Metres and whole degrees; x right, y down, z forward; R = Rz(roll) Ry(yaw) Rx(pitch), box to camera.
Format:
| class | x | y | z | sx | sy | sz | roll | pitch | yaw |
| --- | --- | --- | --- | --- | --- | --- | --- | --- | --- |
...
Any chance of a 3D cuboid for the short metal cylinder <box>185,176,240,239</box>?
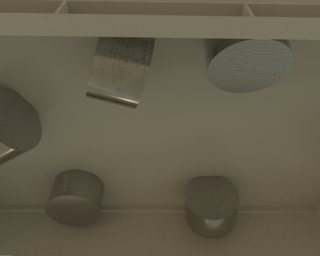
| class | x | y | z | sx | sy | sz | roll | pitch | yaw |
| --- | --- | --- | --- | --- | --- | --- | --- | --- | --- |
| short metal cylinder | 0.079 | 0.121 | 0.476 | 0.080 | 0.080 | 0.050 | -3 | 130 | 2 |

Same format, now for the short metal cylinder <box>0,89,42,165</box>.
| class | x | y | z | sx | sy | sz | roll | pitch | yaw |
| --- | --- | --- | --- | --- | --- | --- | --- | --- | --- |
| short metal cylinder | -0.192 | 0.000 | 0.371 | 0.050 | 0.080 | 0.080 | -26 | 126 | 20 |

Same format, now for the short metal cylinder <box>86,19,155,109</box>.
| class | x | y | z | sx | sy | sz | roll | pitch | yaw |
| --- | --- | --- | --- | --- | --- | --- | --- | --- | --- |
| short metal cylinder | -0.041 | -0.064 | 0.318 | 0.050 | 0.080 | 0.079 | 14 | 129 | -12 |

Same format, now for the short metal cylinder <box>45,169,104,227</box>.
| class | x | y | z | sx | sy | sz | roll | pitch | yaw |
| --- | --- | --- | --- | --- | --- | --- | --- | --- | --- |
| short metal cylinder | -0.131 | 0.110 | 0.485 | 0.081 | 0.050 | 0.079 | 0 | 130 | 0 |

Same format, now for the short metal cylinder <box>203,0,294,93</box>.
| class | x | y | z | sx | sy | sz | roll | pitch | yaw |
| --- | --- | --- | --- | --- | --- | --- | --- | --- | --- |
| short metal cylinder | 0.086 | -0.079 | 0.310 | 0.081 | 0.050 | 0.080 | -1 | 151 | 0 |
